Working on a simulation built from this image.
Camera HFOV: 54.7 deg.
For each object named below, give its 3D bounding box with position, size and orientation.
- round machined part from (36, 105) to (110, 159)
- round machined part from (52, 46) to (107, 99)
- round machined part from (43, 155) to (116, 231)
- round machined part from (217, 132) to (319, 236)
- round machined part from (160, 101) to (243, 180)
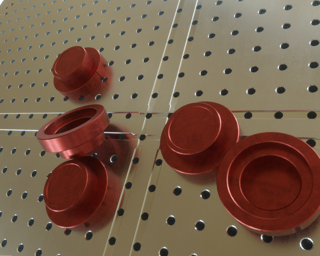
[{"bbox_3d":[-0.116,0.008,0.433,0.098,0.042,0.098,-16,24,8],"label":"round machined part"},{"bbox_3d":[-0.144,-0.102,0.533,0.098,0.042,0.098,-13,56,20],"label":"round machined part"},{"bbox_3d":[-0.111,0.080,0.405,0.098,0.042,0.098,-13,56,20],"label":"round machined part"},{"bbox_3d":[0.109,0.056,0.305,0.098,0.042,0.098,-13,56,20],"label":"round machined part"},{"bbox_3d":[0.044,0.009,0.368,0.098,0.042,0.098,-13,56,20],"label":"round machined part"}]
